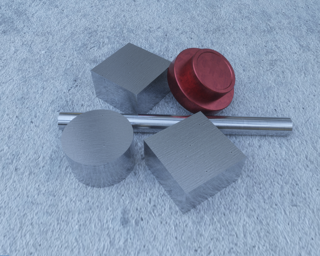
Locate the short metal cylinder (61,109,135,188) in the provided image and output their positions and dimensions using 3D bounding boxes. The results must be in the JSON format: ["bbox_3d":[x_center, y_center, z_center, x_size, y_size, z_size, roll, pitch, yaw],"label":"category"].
[{"bbox_3d":[-0.070,0.024,0.367,0.081,0.050,0.080,0,50,0],"label":"short metal cylinder"}]

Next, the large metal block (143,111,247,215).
[{"bbox_3d":[0.037,0.038,0.357,0.081,0.050,0.080,-27,55,-21],"label":"large metal block"}]

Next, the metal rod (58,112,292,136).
[{"bbox_3d":[0.019,-0.005,0.411,0.302,0.025,0.025,1,50,0],"label":"metal rod"}]

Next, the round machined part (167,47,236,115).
[{"bbox_3d":[0.063,-0.068,0.421,0.099,0.042,0.098,12,63,-25],"label":"round machined part"}]

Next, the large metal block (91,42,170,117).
[{"bbox_3d":[-0.037,-0.068,0.443,0.080,0.050,0.080,30,56,22],"label":"large metal block"}]
